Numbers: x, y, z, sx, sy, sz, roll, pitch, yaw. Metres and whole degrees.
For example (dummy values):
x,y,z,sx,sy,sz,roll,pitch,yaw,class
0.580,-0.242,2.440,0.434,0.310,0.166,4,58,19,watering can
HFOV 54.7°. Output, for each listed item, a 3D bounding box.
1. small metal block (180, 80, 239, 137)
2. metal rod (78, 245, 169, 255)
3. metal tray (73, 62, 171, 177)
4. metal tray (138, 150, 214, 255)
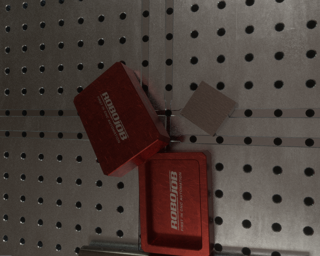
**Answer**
x,y,z,sx,sy,sz,roll,pitch,yaw,class
0.062,-0.024,0.390,0.050,0.025,0.050,36,101,16,small metal block
0.030,0.176,0.401,0.301,0.025,0.025,-3,89,19,metal rod
-0.055,-0.012,0.411,0.090,0.030,0.130,-36,64,16,metal tray
0.021,0.095,0.401,0.090,0.030,0.129,-2,89,19,metal tray
